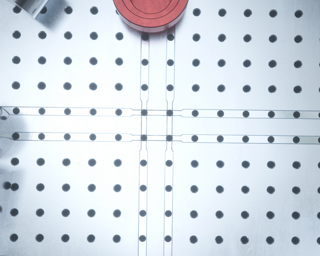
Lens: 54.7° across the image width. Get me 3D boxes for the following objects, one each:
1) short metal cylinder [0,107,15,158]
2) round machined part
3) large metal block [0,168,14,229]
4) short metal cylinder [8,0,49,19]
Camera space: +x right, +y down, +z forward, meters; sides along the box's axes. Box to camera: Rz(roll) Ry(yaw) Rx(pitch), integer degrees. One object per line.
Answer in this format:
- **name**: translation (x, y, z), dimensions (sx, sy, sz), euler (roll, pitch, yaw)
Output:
- **short metal cylinder**: translation (-0.239, 0.006, 0.399), dimensions (0.081, 0.050, 0.079), euler (0, 90, 0)
- **round machined part**: translation (-0.012, -0.173, 0.405), dimensions (0.099, 0.042, 0.097), euler (0, 90, 0)
- **large metal block**: translation (-0.247, 0.091, 0.399), dimensions (0.080, 0.050, 0.080), euler (11, 90, 0)
- **short metal cylinder**: translation (-0.177, -0.182, 0.384), dimensions (0.080, 0.080, 0.050), euler (36, 90, 0)
